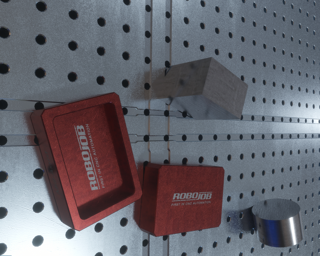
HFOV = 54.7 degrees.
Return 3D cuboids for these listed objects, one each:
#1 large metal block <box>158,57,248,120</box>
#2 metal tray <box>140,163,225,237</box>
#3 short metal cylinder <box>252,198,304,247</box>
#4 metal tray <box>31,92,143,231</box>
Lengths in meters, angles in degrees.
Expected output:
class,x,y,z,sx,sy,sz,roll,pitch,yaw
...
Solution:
class,x,y,z,sx,sy,sz,roll,pitch,yaw
large metal block,0.059,-0.049,0.423,0.080,0.080,0.050,26,74,-37
metal tray,0.036,0.097,0.436,0.131,0.030,0.089,8,85,-40
short metal cylinder,0.208,0.166,0.548,0.081,0.080,0.050,-20,103,-38
metal tray,-0.076,0.033,0.342,0.091,0.030,0.129,-21,103,-38
